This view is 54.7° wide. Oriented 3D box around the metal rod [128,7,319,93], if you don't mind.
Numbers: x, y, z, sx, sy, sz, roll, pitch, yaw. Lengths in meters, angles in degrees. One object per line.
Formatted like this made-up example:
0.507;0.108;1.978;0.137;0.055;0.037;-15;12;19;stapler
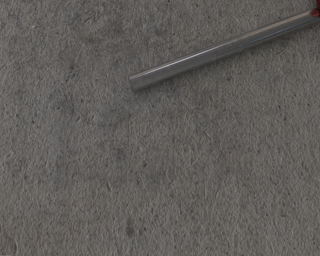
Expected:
0.099;-0.116;0.451;0.302;0.025;0.025;-22;72;-8;metal rod

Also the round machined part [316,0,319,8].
0.282;-0.194;0.469;0.099;0.042;0.098;2;68;-4;round machined part
